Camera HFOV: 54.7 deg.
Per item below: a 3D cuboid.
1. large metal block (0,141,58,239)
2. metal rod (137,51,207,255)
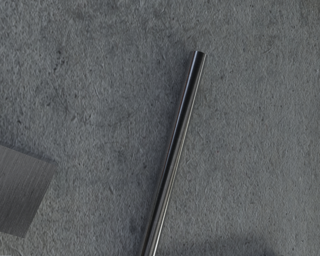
[{"bbox_3d":[-0.167,0.061,0.334,0.080,0.050,0.080,25,82,-19],"label":"large metal block"},{"bbox_3d":[0.016,0.042,0.415,0.025,0.025,0.299,17,84,-20],"label":"metal rod"}]
